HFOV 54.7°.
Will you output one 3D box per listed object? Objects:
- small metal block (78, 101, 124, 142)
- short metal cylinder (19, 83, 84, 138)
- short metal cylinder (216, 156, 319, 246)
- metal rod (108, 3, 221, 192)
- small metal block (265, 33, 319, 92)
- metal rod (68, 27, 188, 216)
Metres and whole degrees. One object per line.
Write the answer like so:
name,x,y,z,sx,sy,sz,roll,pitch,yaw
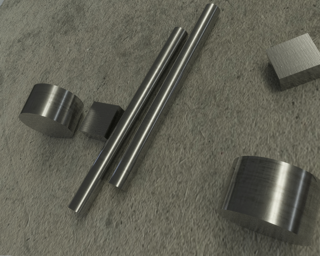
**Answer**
small metal block,-0.083,-0.008,0.453,0.050,0.025,0.050,12,68,33
short metal cylinder,-0.163,-0.024,0.469,0.080,0.080,0.050,1,62,28
short metal cylinder,0.097,0.065,0.277,0.080,0.080,0.050,11,68,33
metal rod,0.013,-0.053,0.429,0.025,0.025,0.300,16,70,34
small metal block,0.160,-0.078,0.368,0.050,0.025,0.050,-20,54,16
metal rod,-0.037,-0.021,0.435,0.025,0.025,0.300,17,71,35
